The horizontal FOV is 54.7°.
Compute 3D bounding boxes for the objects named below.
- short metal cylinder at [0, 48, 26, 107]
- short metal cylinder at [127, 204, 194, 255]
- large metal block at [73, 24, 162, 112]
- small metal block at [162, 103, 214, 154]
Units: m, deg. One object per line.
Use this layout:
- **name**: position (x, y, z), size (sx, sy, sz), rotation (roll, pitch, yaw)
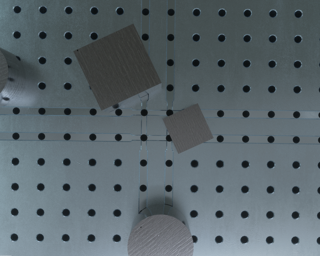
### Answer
- **short metal cylinder**: position (-0.224, -0.068, 0.399), size (0.081, 0.050, 0.079), rotation (0, 90, 0)
- **short metal cylinder**: position (0.001, 0.145, 0.401), size (0.081, 0.050, 0.079), rotation (0, 90, 0)
- **large metal block**: position (-0.052, -0.074, 0.400), size (0.080, 0.050, 0.080), rotation (-25, 90, 0)
- **small metal block**: position (0.036, 0.001, 0.414), size (0.050, 0.025, 0.050), rotation (-24, 90, 0)
